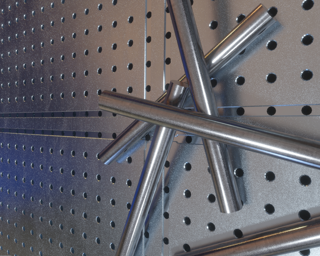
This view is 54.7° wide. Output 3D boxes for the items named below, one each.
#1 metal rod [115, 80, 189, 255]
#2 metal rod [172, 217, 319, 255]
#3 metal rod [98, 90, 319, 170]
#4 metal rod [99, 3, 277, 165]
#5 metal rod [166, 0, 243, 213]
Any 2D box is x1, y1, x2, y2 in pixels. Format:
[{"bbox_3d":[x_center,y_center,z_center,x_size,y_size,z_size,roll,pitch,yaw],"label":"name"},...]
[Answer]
[{"bbox_3d":[-0.019,0.082,0.406,0.025,0.025,0.298,33,115,35],"label":"metal rod"},{"bbox_3d":[0.115,0.116,0.313,0.299,0.025,0.025,-31,71,35],"label":"metal rod"},{"bbox_3d":[0.067,0.004,0.308,0.301,0.025,0.025,16,100,24],"label":"metal rod"},{"bbox_3d":[0.014,-0.036,0.395,0.299,0.025,0.025,-40,66,32],"label":"metal rod"},{"bbox_3d":[0.042,-0.055,0.342,0.025,0.025,0.298,-14,91,39],"label":"metal rod"}]
